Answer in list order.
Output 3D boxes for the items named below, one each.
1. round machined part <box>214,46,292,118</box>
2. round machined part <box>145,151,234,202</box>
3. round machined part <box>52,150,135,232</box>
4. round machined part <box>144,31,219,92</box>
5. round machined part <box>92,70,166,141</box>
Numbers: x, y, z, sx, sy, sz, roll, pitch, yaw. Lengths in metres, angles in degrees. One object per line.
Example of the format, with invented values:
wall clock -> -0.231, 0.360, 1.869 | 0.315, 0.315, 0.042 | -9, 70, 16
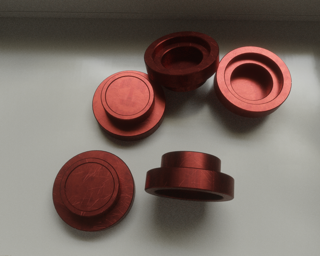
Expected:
round machined part -> 0.122, -0.058, 0.423 | 0.099, 0.042, 0.098 | 0, 70, 0
round machined part -> 0.034, 0.055, 0.351 | 0.099, 0.098, 0.042 | 5, 70, 2
round machined part -> -0.080, 0.074, 0.373 | 0.099, 0.042, 0.098 | 0, 70, 0
round machined part -> 0.031, -0.086, 0.420 | 0.098, 0.042, 0.098 | -6, 48, 6
round machined part -> -0.041, -0.035, 0.413 | 0.099, 0.042, 0.098 | 0, 70, 0
